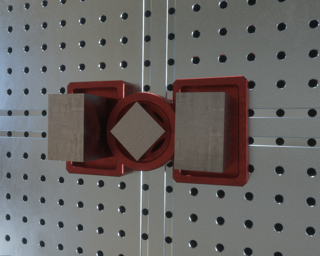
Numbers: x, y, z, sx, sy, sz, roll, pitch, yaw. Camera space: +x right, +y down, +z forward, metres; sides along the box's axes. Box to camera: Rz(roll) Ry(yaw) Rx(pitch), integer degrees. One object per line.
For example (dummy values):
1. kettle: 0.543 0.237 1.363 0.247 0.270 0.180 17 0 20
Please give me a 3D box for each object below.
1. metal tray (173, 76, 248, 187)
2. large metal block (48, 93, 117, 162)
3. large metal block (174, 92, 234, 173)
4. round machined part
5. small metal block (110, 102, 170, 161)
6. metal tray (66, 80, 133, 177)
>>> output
1. metal tray: 0.063 0.004 0.387 0.090 0.030 0.129 0 90 20
2. large metal block: -0.098 -0.001 0.404 0.050 0.080 0.080 1 90 20
3. large metal block: 0.053 0.003 0.350 0.050 0.080 0.080 2 91 20
4. round machined part: -0.016 0.005 0.400 0.098 0.042 0.097 0 90 20
5. small metal block: -0.023 0.004 0.377 0.050 0.025 0.050 46 104 14
6. metal tray: -0.086 0.000 0.439 0.090 0.030 0.129 1 90 20
